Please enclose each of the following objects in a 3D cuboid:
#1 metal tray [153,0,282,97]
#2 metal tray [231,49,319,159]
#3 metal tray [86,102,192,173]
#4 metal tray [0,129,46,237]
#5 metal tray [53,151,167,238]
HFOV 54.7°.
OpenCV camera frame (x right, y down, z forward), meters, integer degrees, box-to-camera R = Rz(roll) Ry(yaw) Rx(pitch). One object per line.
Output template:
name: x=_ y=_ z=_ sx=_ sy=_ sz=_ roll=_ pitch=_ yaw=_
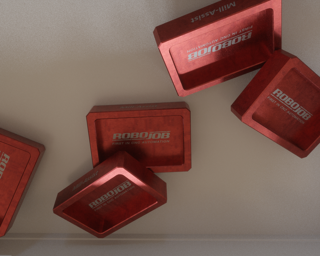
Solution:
metal tray: x=0.068 y=-0.094 z=0.351 sx=0.130 sy=0.030 sz=0.090 roll=-20 pitch=142 yaw=7
metal tray: x=0.163 y=-0.025 z=0.381 sx=0.131 sy=0.030 sz=0.090 roll=27 pitch=109 yaw=-29
metal tray: x=-0.025 y=0.014 z=0.413 sx=0.131 sy=0.030 sz=0.089 roll=-3 pitch=110 yaw=0
metal tray: x=-0.223 y=0.068 z=0.412 sx=0.090 sy=0.030 sz=0.129 roll=24 pitch=92 yaw=-9
metal tray: x=-0.067 y=0.094 z=0.419 sx=0.130 sy=0.030 sz=0.090 roll=-35 pitch=121 yaw=22
